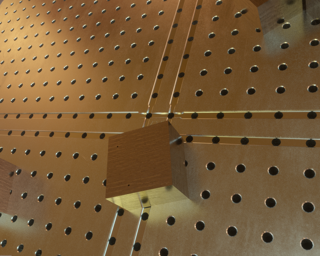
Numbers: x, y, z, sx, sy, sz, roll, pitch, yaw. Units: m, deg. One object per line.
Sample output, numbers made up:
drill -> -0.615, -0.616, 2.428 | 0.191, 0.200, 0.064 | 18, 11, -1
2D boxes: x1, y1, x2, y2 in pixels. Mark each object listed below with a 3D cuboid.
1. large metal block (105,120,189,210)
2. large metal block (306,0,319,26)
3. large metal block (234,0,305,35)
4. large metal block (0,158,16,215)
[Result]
large metal block -> -0.015, 0.046, 0.371 | 0.080, 0.050, 0.080 | -15, 56, 19
large metal block -> 0.222, -0.173, 0.363 | 0.080, 0.080, 0.050 | -26, 53, 11
large metal block -> 0.153, -0.189, 0.427 | 0.080, 0.050, 0.080 | -31, 52, 8
large metal block -> -0.272, 0.083, 0.462 | 0.050, 0.080, 0.080 | -17, 55, 18
